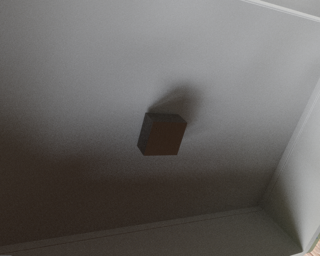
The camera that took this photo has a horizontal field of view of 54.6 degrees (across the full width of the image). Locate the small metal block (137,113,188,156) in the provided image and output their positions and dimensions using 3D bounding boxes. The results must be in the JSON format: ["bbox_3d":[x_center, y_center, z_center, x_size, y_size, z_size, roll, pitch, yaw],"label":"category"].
[{"bbox_3d":[0.002,0.009,0.410,0.050,0.025,0.050,2,118,-29],"label":"small metal block"}]
